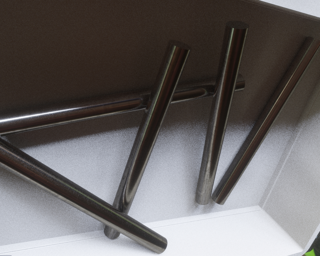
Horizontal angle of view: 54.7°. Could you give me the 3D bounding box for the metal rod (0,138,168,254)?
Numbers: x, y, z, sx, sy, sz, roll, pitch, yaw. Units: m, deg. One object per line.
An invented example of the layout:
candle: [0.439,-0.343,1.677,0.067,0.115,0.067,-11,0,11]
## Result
metal rod: [-0.095,0.090,0.384,0.025,0.025,0.300,-46,121,4]

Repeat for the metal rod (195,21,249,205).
metal rod: [0.078,0.004,0.429,0.025,0.025,0.298,-14,132,-20]

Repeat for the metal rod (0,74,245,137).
metal rod: [-0.027,-0.033,0.372,0.302,0.025,0.025,-12,124,-22]

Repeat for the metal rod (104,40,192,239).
metal rod: [-0.025,0.035,0.393,0.025,0.025,0.298,2,124,-30]

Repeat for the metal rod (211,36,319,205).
metal rod: [0.164,-0.001,0.497,0.025,0.025,0.298,14,111,-34]
